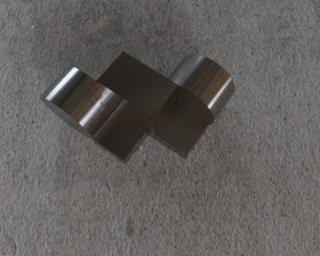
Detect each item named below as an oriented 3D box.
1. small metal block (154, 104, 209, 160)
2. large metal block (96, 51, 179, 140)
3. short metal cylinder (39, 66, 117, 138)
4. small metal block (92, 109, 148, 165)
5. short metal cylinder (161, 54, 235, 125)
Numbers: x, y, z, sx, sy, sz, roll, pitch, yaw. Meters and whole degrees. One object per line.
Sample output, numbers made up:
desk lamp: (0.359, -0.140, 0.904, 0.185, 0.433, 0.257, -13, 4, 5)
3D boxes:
small metal block: (0.027, 0.005, 0.408, 0.050, 0.025, 0.050, 34, 73, 11)
large metal block: (-0.026, -0.039, 0.395, 0.080, 0.080, 0.050, 33, 73, 11)
short metal cylinder: (-0.102, -0.031, 0.391, 0.080, 0.080, 0.050, 33, 74, 11)
small metal block: (-0.051, 0.012, 0.405, 0.050, 0.025, 0.050, 34, 73, 11)
short metal cylinder: (0.048, -0.048, 0.398, 0.080, 0.080, 0.050, 34, 74, 11)
